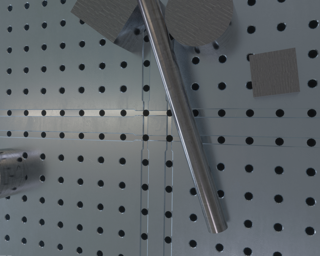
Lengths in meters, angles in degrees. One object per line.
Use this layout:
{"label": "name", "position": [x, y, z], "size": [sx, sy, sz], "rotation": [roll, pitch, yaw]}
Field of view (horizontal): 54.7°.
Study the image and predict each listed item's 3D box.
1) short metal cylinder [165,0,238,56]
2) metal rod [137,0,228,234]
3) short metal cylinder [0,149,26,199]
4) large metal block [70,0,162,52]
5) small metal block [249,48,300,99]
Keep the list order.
{"label": "short metal cylinder", "position": [0.052, -0.134, 0.381], "size": [0.080, 0.050, 0.079], "rotation": [0, 90, 20]}
{"label": "metal rod", "position": [0.028, -0.016, 0.380], "size": [0.025, 0.025, 0.298], "rotation": [-16, 93, 19]}
{"label": "short metal cylinder", "position": [-0.263, 0.074, 0.492], "size": [0.080, 0.050, 0.079], "rotation": [0, 90, 20]}
{"label": "large metal block", "position": [-0.059, -0.164, 0.420], "size": [0.080, 0.050, 0.080], "rotation": [38, 102, 16]}
{"label": "small metal block", "position": [0.134, -0.063, 0.365], "size": [0.050, 0.025, 0.050], "rotation": [-6, 88, 19]}
